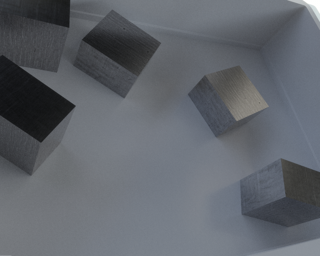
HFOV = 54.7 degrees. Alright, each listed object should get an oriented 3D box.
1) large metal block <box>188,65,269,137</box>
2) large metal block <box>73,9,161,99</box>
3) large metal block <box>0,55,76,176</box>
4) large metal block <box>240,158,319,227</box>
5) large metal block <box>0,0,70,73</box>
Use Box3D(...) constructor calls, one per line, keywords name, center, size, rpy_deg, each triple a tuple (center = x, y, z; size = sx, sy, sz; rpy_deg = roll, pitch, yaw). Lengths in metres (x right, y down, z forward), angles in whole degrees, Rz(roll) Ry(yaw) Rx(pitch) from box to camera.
Box3D(name="large metal block", center=(0.104, -0.042, 0.474), size=(0.081, 0.050, 0.080), rpy_deg=(-21, 73, -36))
Box3D(name="large metal block", center=(-0.057, -0.101, 0.422), size=(0.080, 0.050, 0.080), rpy_deg=(33, 51, -7))
Box3D(name="large metal block", center=(-0.139, -0.009, 0.302), size=(0.080, 0.080, 0.050), rpy_deg=(36, 51, -5))
Box3D(name="large metal block", center=(0.164, 0.088, 0.407), size=(0.081, 0.080, 0.050), rpy_deg=(19, 54, -18))
Box3D(name="large metal block", center=(-0.154, -0.115, 0.359), size=(0.081, 0.080, 0.050), rpy_deg=(7, 59, -25))
